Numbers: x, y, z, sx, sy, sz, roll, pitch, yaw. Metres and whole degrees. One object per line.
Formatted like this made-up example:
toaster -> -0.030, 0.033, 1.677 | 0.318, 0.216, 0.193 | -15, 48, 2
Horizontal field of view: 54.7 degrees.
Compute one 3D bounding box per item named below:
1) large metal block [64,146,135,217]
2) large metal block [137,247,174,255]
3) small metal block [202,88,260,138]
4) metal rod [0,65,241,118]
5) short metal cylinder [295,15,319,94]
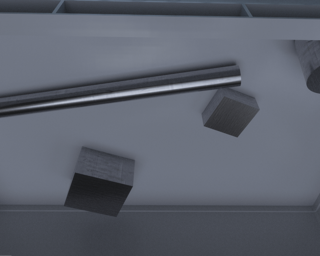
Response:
large metal block -> -0.090, 0.082, 0.461 | 0.081, 0.050, 0.079 | 17, 128, -14
large metal block -> -0.004, 0.304, 0.654 | 0.080, 0.050, 0.080 | -27, 126, 20
small metal block -> 0.088, -0.020, 0.393 | 0.050, 0.025, 0.050 | 18, 128, -15
metal rod -> -0.058, -0.042, 0.372 | 0.302, 0.025, 0.025 | -7, 130, 5
short metal cylinder -> 0.184, -0.076, 0.312 | 0.081, 0.050, 0.080 | -3, 155, -1
